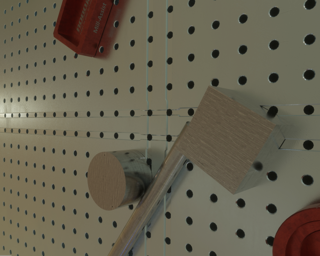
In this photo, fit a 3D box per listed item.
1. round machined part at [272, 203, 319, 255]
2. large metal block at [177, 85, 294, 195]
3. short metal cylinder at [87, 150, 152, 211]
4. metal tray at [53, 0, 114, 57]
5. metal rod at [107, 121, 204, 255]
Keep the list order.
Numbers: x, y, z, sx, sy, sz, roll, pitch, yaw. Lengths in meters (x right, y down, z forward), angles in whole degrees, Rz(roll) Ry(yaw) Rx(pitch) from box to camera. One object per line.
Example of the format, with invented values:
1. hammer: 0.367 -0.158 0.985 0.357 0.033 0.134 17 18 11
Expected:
1. round machined part: 0.155 0.114 0.271 0.098 0.042 0.097 0 90 40
2. large metal block: 0.077 0.010 0.329 0.080 0.050 0.079 38 113 33
3. short metal cylinder: -0.058 0.072 0.441 0.080 0.050 0.079 0 91 40
4. metal tray: -0.124 -0.194 0.508 0.090 0.030 0.129 37 113 33
5. metal rod: -0.025 0.120 0.429 0.025 0.025 0.298 43 116 31
